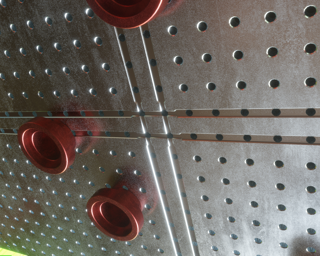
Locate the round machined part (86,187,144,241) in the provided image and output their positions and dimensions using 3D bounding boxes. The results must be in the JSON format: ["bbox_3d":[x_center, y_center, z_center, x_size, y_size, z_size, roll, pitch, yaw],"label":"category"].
[{"bbox_3d":[-0.071,0.139,0.521,0.098,0.042,0.097,13,124,20],"label":"round machined part"}]

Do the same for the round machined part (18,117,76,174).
[{"bbox_3d":[-0.179,0.024,0.507,0.098,0.042,0.097,13,124,20],"label":"round machined part"}]

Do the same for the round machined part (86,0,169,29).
[{"bbox_3d":[-0.031,-0.157,0.319,0.098,0.042,0.097,13,124,20],"label":"round machined part"}]
